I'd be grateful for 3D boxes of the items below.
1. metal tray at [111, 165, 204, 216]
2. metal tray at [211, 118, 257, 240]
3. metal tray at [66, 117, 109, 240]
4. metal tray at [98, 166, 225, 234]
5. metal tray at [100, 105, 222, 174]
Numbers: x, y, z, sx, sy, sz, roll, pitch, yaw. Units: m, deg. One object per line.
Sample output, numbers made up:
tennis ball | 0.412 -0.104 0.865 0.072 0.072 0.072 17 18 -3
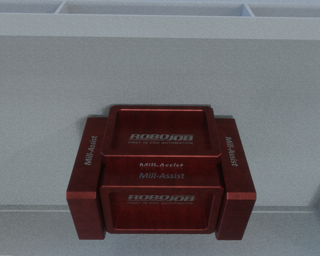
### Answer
metal tray | 0.001 0.079 0.430 0.131 0.090 0.030 0 130 -1
metal tray | 0.083 0.060 0.389 0.030 0.130 0.089 1 131 -1
metal tray | -0.080 0.059 0.387 0.030 0.130 0.089 0 131 0
metal tray | 0.001 0.085 0.357 0.131 0.030 0.089 0 130 -1
metal tray | 0.002 0.012 0.372 0.131 0.090 0.030 1 131 0
